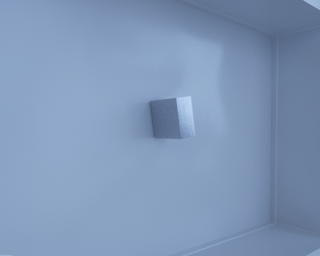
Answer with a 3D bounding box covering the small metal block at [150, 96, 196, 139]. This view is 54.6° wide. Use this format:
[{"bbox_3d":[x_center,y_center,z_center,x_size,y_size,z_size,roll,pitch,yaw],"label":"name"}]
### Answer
[{"bbox_3d":[0.016,-0.013,0.398,0.025,0.050,0.050,-11,97,-39],"label":"small metal block"}]
